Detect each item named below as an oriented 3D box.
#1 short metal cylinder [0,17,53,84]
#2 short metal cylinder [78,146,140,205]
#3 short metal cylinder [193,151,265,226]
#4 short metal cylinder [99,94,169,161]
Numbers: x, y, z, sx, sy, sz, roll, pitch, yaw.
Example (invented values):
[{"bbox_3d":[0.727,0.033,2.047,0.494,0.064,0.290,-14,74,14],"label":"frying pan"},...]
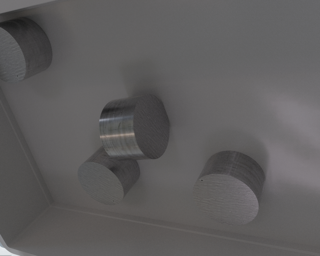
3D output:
[{"bbox_3d":[-0.199,-0.108,0.431,0.080,0.050,0.079,13,124,21],"label":"short metal cylinder"},{"bbox_3d":[-0.078,0.071,0.478,0.080,0.050,0.079,13,124,21],"label":"short metal cylinder"},{"bbox_3d":[0.088,0.076,0.393,0.080,0.050,0.079,13,124,21],"label":"short metal cylinder"},{"bbox_3d":[-0.030,0.000,0.389,0.050,0.080,0.080,-6,115,31],"label":"short metal cylinder"}]
